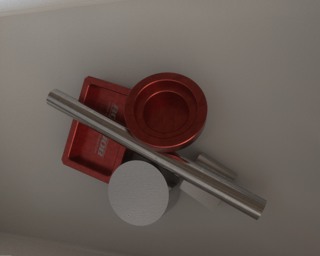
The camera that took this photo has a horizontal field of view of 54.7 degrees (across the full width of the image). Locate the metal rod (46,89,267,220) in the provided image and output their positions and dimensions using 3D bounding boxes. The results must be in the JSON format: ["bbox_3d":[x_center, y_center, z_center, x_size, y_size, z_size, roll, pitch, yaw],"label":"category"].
[{"bbox_3d":[-0.016,0.025,0.383,0.301,0.025,0.025,27,99,15],"label":"metal rod"}]

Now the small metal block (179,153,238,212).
[{"bbox_3d":[0.060,0.066,0.387,0.050,0.025,0.050,33,100,16],"label":"small metal block"}]

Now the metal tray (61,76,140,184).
[{"bbox_3d":[-0.076,0.002,0.431,0.090,0.030,0.129,20,96,18],"label":"metal tray"}]

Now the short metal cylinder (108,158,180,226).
[{"bbox_3d":[-0.019,0.079,0.401,0.080,0.050,0.079,0,90,19],"label":"short metal cylinder"}]

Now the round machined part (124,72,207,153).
[{"bbox_3d":[0.008,-0.016,0.383,0.099,0.042,0.098,-2,68,5],"label":"round machined part"}]
